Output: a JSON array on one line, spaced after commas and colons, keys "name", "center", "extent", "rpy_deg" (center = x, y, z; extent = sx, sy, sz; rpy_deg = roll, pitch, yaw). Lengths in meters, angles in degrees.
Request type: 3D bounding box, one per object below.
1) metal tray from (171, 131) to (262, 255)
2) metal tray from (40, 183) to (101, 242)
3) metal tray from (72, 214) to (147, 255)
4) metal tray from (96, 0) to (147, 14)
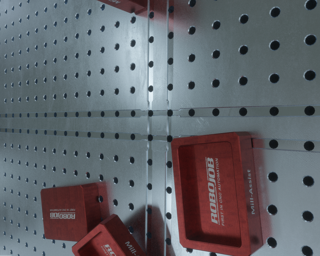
[{"name": "metal tray", "center": [0.062, 0.072, 0.355], "extent": [0.090, 0.030, 0.129], "rpy_deg": [-8, 85, 39]}, {"name": "metal tray", "center": [-0.156, 0.146, 0.537], "extent": [0.130, 0.030, 0.090], "rpy_deg": [-13, 82, 39]}, {"name": "metal tray", "center": [-0.058, 0.197, 0.434], "extent": [0.090, 0.030, 0.130], "rpy_deg": [-44, 78, 31]}, {"name": "metal tray", "center": [-0.073, -0.214, 0.403], "extent": [0.030, 0.131, 0.090], "rpy_deg": [-6, 87, 40]}]
